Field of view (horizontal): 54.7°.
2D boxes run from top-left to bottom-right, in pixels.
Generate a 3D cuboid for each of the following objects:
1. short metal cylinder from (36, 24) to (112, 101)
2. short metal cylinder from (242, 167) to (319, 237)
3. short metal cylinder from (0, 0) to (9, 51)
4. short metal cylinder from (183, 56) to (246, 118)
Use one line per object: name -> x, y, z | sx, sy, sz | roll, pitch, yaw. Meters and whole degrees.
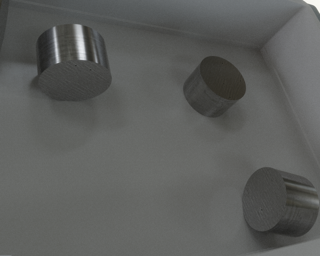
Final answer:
short metal cylinder -> -0.101, -0.074, 0.362 | 0.081, 0.080, 0.050 | 0, 62, -29
short metal cylinder -> 0.151, 0.095, 0.397 | 0.050, 0.080, 0.080 | 17, 55, -19
short metal cylinder -> -0.200, -0.124, 0.339 | 0.050, 0.080, 0.080 | 10, 57, -23
short metal cylinder -> 0.083, -0.063, 0.475 | 0.081, 0.050, 0.080 | 14, 56, -21
